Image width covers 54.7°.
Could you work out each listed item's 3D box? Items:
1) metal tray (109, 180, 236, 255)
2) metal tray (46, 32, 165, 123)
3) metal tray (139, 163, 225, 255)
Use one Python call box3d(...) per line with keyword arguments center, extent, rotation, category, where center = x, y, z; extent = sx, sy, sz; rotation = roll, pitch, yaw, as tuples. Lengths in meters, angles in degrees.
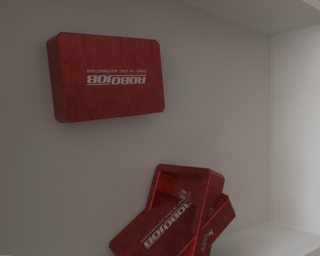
box3d(center=(0.015, 0.120, 0.368), extent=(0.131, 0.090, 0.030), rotation=(-40, 121, -25), category="metal tray")
box3d(center=(-0.056, -0.057, 0.356), extent=(0.131, 0.030, 0.089), rotation=(-9, 96, -40), category="metal tray")
box3d(center=(0.021, 0.112, 0.371), extent=(0.030, 0.090, 0.130), rotation=(28, 70, -40), category="metal tray")
